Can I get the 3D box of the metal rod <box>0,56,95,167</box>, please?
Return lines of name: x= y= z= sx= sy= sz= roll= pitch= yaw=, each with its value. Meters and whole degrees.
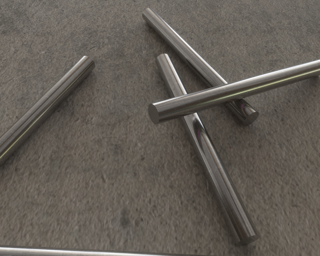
metal rod: x=-0.177 y=0.001 z=0.400 sx=0.025 sy=0.025 sz=0.301 roll=20 pitch=53 yaw=16

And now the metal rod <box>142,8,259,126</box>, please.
metal rod: x=0.050 y=-0.113 z=0.498 sx=0.025 sy=0.025 sz=0.300 roll=-23 pitch=54 yaw=-18

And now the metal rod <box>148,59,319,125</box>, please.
metal rod: x=0.122 y=-0.056 z=0.421 sx=0.302 sy=0.025 sz=0.025 roll=-17 pitch=52 yaw=-26

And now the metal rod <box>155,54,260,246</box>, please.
metal rod: x=0.046 y=0.002 z=0.401 sx=0.025 sy=0.025 sz=0.300 roll=-12 pitch=51 yaw=-11

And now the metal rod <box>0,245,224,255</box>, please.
metal rod: x=-0.022 y=0.130 z=0.293 sx=0.302 sy=0.025 sz=0.025 roll=2 pitch=50 yaw=1
